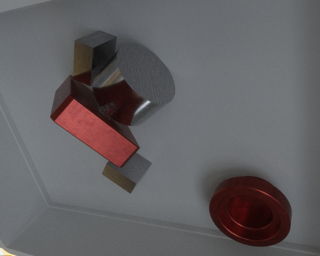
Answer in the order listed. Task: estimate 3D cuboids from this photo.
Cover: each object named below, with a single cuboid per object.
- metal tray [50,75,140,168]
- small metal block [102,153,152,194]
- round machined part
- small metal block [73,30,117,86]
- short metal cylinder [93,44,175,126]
[{"bbox_3d":[-0.078,-0.013,0.363,0.090,0.130,0.030,40,94,-24],"label":"metal tray"},{"bbox_3d":[-0.047,0.059,0.453,0.050,0.050,0.025,33,129,6],"label":"small metal block"},{"bbox_3d":[0.117,0.101,0.398,0.098,0.042,0.097,13,124,20],"label":"round machined part"},{"bbox_3d":[-0.080,-0.086,0.379,0.025,0.050,0.050,24,127,13],"label":"small metal block"},{"bbox_3d":[-0.029,-0.049,0.357,0.080,0.080,0.050,48,129,-6],"label":"short metal cylinder"}]
